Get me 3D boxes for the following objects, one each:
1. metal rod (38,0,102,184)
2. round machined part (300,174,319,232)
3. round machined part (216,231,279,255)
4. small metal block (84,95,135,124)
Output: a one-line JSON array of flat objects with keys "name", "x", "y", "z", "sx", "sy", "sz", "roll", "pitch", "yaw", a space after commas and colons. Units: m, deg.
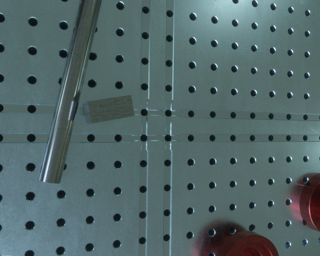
[{"name": "metal rod", "x": -0.100, "y": -0.083, "z": 0.375, "sx": 0.025, "sy": 0.025, "sz": 0.298, "roll": 13, "pitch": 86, "yaw": -20}, {"name": "round machined part", "x": 0.284, "y": 0.126, "z": 0.508, "sx": 0.099, "sy": 0.042, "sz": 0.097, "roll": 0, "pitch": 90, "yaw": -20}, {"name": "round machined part", "x": 0.120, "y": 0.198, "z": 0.448, "sx": 0.099, "sy": 0.042, "sz": 0.097, "roll": 0, "pitch": 90, "yaw": -20}, {"name": "small metal block", "x": -0.063, "y": -0.022, "z": 0.376, "sx": 0.050, "sy": 0.050, "sz": 0.025, "roll": -11, "pitch": 94, "yaw": -20}]
